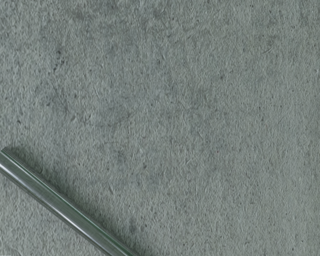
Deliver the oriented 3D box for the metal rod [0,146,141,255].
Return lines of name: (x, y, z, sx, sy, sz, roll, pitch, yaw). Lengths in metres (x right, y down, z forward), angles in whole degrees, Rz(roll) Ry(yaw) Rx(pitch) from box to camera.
metal rod: (-0.077, 0.131, 0.381, 0.300, 0.025, 0.025, 45, 76, -15)
